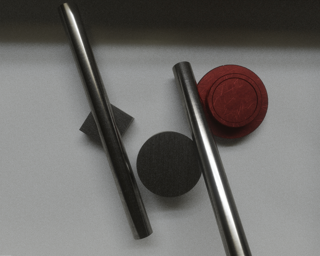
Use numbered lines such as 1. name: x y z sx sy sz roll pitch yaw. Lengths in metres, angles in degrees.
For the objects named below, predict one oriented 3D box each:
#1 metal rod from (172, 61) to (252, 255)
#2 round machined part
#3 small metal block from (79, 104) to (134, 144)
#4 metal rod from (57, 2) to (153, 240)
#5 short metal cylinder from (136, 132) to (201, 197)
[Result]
1. metal rod: 0.062 0.054 0.349 0.025 0.025 0.299 -14 67 0
2. round machined part: 0.093 -0.035 0.404 0.099 0.042 0.097 0 90 -1
3. small metal block: -0.069 -0.006 0.411 0.050 0.025 0.050 32 90 -1
4. metal rod: -0.068 -0.008 0.385 0.025 0.025 0.298 -18 90 0
5. short metal cylinder: 0.012 0.044 0.399 0.081 0.050 0.079 0 90 -1
